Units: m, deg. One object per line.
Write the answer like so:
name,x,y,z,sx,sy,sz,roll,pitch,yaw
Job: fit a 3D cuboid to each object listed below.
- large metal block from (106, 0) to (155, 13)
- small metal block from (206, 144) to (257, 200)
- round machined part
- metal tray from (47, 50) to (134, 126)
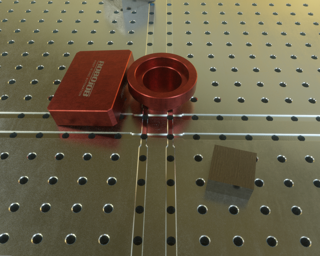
large metal block,-0.066,-0.286,0.631,0.081,0.050,0.080,-31,57,-23
small metal block,0.084,0.051,0.365,0.050,0.025,0.050,12,51,9
round machined part,0.003,-0.063,0.449,0.099,0.042,0.098,0,50,0
metal tray,-0.093,-0.061,0.447,0.090,0.030,0.130,1,49,12
